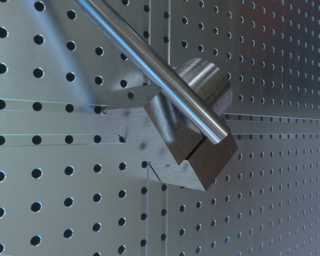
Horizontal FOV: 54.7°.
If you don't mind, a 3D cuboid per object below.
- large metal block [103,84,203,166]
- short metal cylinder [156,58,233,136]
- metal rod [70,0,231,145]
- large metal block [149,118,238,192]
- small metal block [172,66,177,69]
[{"bbox_3d":[-0.009,-0.005,0.369,0.050,0.080,0.080,-45,118,-31],"label":"large metal block"},{"bbox_3d":[0.040,-0.037,0.375,0.050,0.080,0.080,-44,117,-31],"label":"short metal cylinder"},{"bbox_3d":[-0.041,-0.096,0.308,0.300,0.025,0.025,45,61,-7],"label":"metal rod"},{"bbox_3d":[0.041,0.031,0.408,0.080,0.080,0.050,-45,118,-31],"label":"large metal block"},{"bbox_3d":[0.017,-0.049,0.426,0.050,0.025,0.050,-49,120,-29],"label":"small metal block"}]
